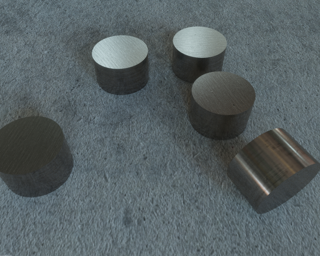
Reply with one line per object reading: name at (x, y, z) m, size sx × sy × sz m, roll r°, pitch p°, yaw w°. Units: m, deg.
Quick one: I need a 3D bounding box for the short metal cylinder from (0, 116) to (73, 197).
short metal cylinder at (-0.147, 0.033, 0.359) m, size 0.080 × 0.050 × 0.080 m, roll 0°, pitch 50°, yaw 0°

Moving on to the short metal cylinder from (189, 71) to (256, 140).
short metal cylinder at (0.081, -0.030, 0.413) m, size 0.080 × 0.050 × 0.080 m, roll 0°, pitch 50°, yaw 0°

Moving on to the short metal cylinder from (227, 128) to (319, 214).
short metal cylinder at (0.119, 0.046, 0.329) m, size 0.081 × 0.080 × 0.050 m, roll -23°, pitch 54°, yaw -18°

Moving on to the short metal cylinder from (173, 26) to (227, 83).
short metal cylinder at (0.060, -0.114, 0.483) m, size 0.080 × 0.050 × 0.080 m, roll 0°, pitch 50°, yaw 0°

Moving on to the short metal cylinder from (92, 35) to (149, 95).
short metal cylinder at (-0.058, -0.095, 0.467) m, size 0.080 × 0.050 × 0.080 m, roll 0°, pitch 50°, yaw 0°
